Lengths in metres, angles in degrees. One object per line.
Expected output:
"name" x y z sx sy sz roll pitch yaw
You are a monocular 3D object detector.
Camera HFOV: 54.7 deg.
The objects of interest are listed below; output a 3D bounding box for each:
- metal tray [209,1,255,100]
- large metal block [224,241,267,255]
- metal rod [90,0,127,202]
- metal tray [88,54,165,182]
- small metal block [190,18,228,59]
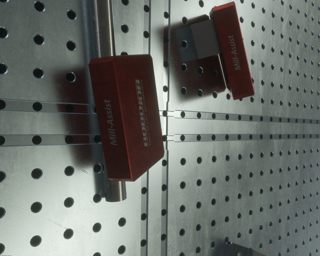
"metal tray" 0.105 -0.114 0.462 0.090 0.030 0.129 -70 144 -73
"large metal block" 0.146 0.246 0.519 0.080 0.050 0.080 34 69 -35
"metal rod" -0.062 -0.064 0.358 0.025 0.025 0.298 -7 94 -40
"metal tray" -0.032 -0.016 0.351 0.090 0.030 0.129 -31 116 -63
"small metal block" 0.076 -0.133 0.456 0.025 0.050 0.050 -70 145 -74
